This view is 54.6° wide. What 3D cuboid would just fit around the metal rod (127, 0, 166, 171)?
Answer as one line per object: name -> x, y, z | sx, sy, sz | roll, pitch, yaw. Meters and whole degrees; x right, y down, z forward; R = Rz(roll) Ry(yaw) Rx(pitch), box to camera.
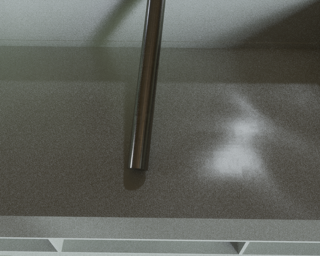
metal rod -> -0.013, -0.095, 0.405 | 0.025, 0.025, 0.299 | 5, 75, 4
